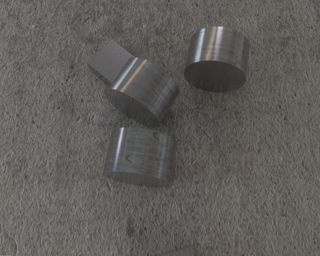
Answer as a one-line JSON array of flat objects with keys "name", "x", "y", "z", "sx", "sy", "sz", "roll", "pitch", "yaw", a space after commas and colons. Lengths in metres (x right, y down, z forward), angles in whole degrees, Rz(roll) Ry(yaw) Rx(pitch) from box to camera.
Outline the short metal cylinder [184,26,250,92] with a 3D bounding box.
[{"name": "short metal cylinder", "x": 0.076, "y": -0.088, "z": 0.412, "sx": 0.080, "sy": 0.080, "sz": 0.050, "roll": 10, "pitch": 71, "yaw": 4}]

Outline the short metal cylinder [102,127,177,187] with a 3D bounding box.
[{"name": "short metal cylinder", "x": -0.023, "y": 0.037, "z": 0.365, "sx": 0.080, "sy": 0.080, "sz": 0.050, "roll": 8, "pitch": 70, "yaw": 3}]

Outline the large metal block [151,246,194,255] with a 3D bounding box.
[{"name": "large metal block", "x": 0.005, "y": 0.178, "z": 0.330, "sx": 0.081, "sy": 0.050, "sz": 0.080, "roll": -14, "pitch": 71, "yaw": -5}]

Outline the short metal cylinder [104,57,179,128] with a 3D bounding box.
[{"name": "short metal cylinder", "x": -0.023, "y": -0.044, "z": 0.395, "sx": 0.080, "sy": 0.080, "sz": 0.050, "roll": 29, "pitch": 73, "yaw": 10}]

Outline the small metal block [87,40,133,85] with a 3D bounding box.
[{"name": "small metal block", "x": -0.066, "y": -0.088, "z": 0.440, "sx": 0.050, "sy": 0.025, "sz": 0.050, "roll": 39, "pitch": 74, "yaw": 13}]
